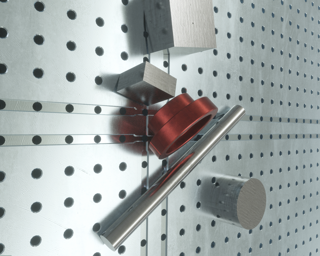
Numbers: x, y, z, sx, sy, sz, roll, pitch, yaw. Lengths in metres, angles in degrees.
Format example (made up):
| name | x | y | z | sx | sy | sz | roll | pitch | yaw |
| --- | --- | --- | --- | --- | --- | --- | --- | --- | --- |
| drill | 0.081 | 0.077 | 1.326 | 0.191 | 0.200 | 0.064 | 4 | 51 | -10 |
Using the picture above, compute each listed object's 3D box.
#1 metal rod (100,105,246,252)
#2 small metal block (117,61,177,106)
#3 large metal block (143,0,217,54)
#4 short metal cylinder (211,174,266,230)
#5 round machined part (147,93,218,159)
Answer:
| name | x | y | z | sx | sy | sz | roll | pitch | yaw |
| --- | --- | --- | --- | --- | --- | --- | --- | --- | --- |
| metal rod | 0.036 | 0.053 | 0.441 | 0.302 | 0.025 | 0.025 | -40 | 115 | -33 |
| small metal block | -0.016 | -0.052 | 0.379 | 0.050 | 0.050 | 0.025 | 23 | 65 | -38 |
| large metal block | 0.027 | -0.144 | 0.418 | 0.081 | 0.050 | 0.079 | -11 | 97 | -40 |
| short metal cylinder | 0.129 | 0.119 | 0.504 | 0.081 | 0.050 | 0.079 | 0 | 91 | -40 |
| round machined part | 0.023 | -0.007 | 0.396 | 0.099 | 0.097 | 0.042 | -31 | 74 | -36 |
